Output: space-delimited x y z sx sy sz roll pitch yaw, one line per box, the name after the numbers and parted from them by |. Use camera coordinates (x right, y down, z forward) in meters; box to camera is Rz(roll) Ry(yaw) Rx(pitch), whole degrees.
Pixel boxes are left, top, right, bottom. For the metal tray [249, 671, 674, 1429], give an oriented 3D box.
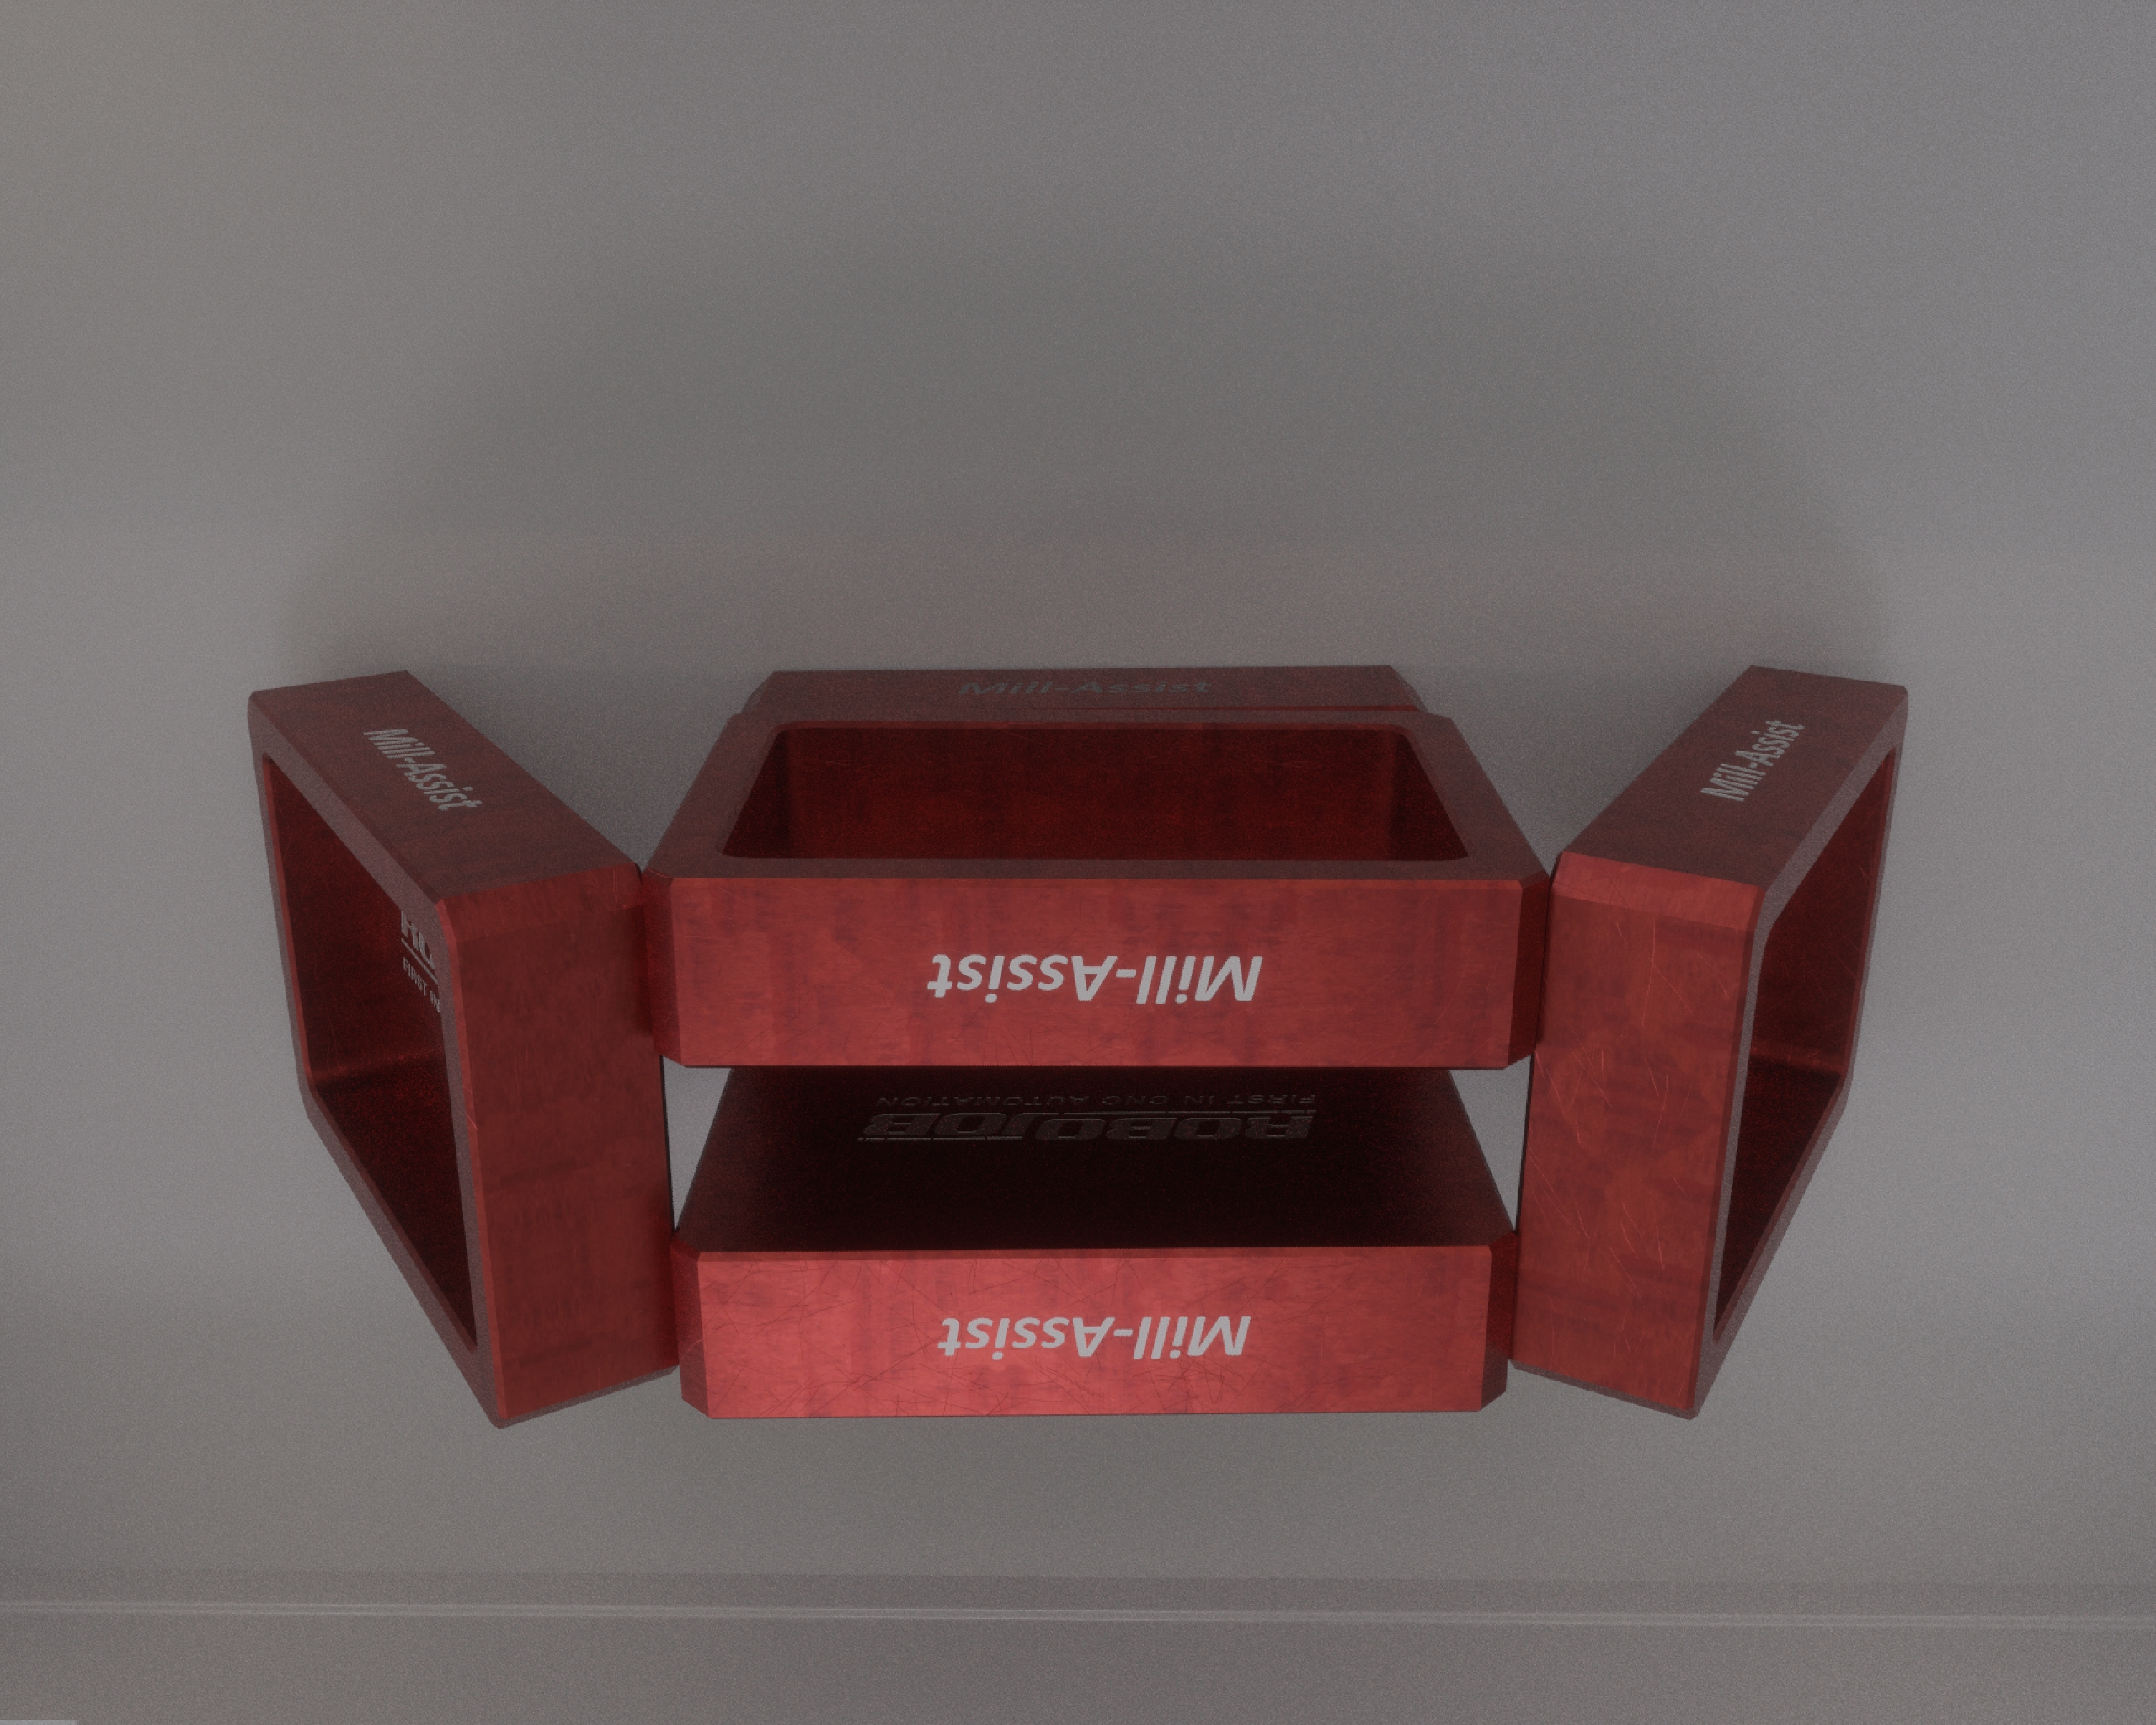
-0.110 0.026 0.364 0.030 0.130 0.089 -12 114 -30 | metal tray

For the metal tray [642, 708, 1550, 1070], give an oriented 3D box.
0.003 0.001 0.343 0.131 0.090 0.030 0 110 -1 | metal tray

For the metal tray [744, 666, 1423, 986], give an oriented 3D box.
0.002 0.009 0.410 0.131 0.030 0.089 -1 110 -1 | metal tray

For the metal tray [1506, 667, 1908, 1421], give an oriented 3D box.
0.113 0.024 0.365 0.030 0.131 0.089 12 113 27 | metal tray

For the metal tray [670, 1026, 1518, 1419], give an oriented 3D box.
0.002 0.058 0.364 0.131 0.090 0.030 0 110 -1 | metal tray
